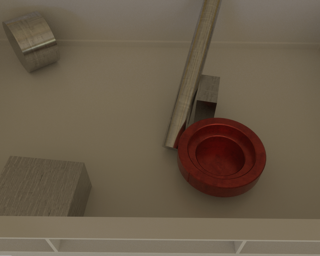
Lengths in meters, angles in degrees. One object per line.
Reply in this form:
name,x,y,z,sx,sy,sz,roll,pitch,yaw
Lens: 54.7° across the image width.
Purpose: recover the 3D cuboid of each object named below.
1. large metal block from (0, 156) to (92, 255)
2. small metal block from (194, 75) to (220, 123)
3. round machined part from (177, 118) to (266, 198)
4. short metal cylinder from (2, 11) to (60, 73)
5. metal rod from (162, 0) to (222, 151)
large metal block,-0.124,0.079,0.321,0.080,0.050,0.080,5,50,4
small metal block,0.063,-0.036,0.420,0.025,0.050,0.050,9,51,7
round machined part,0.069,0.038,0.363,0.099,0.042,0.098,0,50,0
short metal cylinder,-0.198,-0.133,0.478,0.050,0.080,0.080,-31,57,-23
metal rod,0.055,-0.115,0.416,0.025,0.025,0.299,14,78,11
